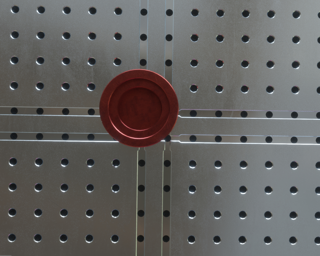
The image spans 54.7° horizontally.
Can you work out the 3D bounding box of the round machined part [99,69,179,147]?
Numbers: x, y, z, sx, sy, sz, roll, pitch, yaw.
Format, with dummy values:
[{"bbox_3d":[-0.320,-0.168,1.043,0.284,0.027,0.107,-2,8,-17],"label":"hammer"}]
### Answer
[{"bbox_3d":[-0.026,-0.025,0.405,0.099,0.042,0.097,0,90,-1],"label":"round machined part"}]
